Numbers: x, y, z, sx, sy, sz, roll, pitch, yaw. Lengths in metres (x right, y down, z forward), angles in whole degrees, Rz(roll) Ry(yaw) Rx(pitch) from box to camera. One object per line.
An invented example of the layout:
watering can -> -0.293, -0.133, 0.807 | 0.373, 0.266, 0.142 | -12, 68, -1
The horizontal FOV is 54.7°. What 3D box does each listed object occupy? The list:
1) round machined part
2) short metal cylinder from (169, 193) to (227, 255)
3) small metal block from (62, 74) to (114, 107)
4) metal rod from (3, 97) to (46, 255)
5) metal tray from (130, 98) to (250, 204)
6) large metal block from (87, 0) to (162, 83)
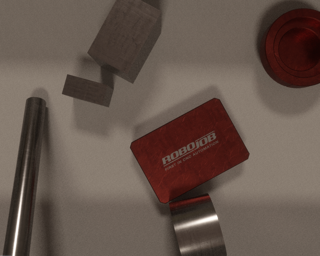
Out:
round machined part -> 0.179, -0.100, 0.405 | 0.099, 0.042, 0.097 | 0, 90, -1
short metal cylinder -> 0.046, 0.126, 0.385 | 0.050, 0.080, 0.080 | -15, 90, 0
small metal block -> -0.091, -0.046, 0.398 | 0.050, 0.050, 0.025 | 15, 90, -1
metal rod -> -0.151, 0.095, 0.337 | 0.025, 0.025, 0.299 | -6, 60, 0
metal tray -> 0.038, 0.029, 0.409 | 0.130, 0.030, 0.090 | -29, 90, -1
large metal block -> -0.040, -0.107, 0.383 | 0.050, 0.080, 0.080 | 29, 90, -1
